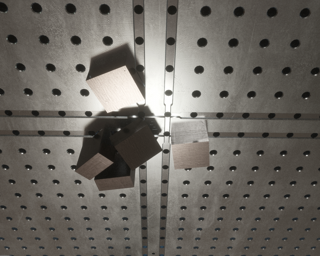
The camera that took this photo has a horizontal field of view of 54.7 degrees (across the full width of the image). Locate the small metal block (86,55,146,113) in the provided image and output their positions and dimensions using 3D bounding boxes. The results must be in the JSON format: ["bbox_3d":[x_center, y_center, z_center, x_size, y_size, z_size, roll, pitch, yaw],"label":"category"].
[{"bbox_3d":[-0.051,-0.051,0.367,0.050,0.025,0.050,-18,128,14],"label":"small metal block"}]

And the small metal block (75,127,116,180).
[{"bbox_3d":[-0.086,0.035,0.424,0.050,0.050,0.025,-37,120,27],"label":"small metal block"}]

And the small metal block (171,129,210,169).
[{"bbox_3d":[0.043,0.031,0.439,0.050,0.025,0.050,-6,130,4],"label":"small metal block"}]

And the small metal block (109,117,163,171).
[{"bbox_3d":[-0.032,0.021,0.417,0.050,0.025,0.050,-34,127,-6],"label":"small metal block"}]

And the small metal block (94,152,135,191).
[{"bbox_3d":[-0.063,0.061,0.446,0.050,0.050,0.025,-7,130,6],"label":"small metal block"}]
